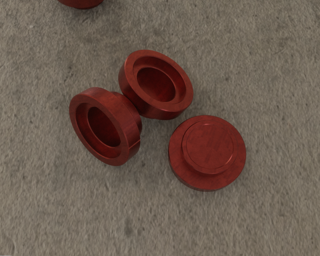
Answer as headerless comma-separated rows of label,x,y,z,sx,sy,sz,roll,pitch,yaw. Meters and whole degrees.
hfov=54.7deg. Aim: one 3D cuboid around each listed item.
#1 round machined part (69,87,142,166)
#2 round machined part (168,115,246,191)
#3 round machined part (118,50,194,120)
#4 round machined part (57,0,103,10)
round machined part,-0.061,-0.005,0.376,0.098,0.097,0.042,40,50,13
round machined part,0.060,0.028,0.389,0.099,0.042,0.098,0,70,-1
round machined part,-0.009,-0.051,0.403,0.099,0.042,0.098,18,51,-23
round machined part,-0.120,-0.225,0.480,0.099,0.042,0.098,0,70,-1
